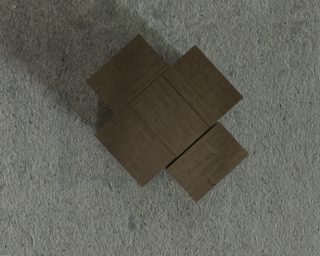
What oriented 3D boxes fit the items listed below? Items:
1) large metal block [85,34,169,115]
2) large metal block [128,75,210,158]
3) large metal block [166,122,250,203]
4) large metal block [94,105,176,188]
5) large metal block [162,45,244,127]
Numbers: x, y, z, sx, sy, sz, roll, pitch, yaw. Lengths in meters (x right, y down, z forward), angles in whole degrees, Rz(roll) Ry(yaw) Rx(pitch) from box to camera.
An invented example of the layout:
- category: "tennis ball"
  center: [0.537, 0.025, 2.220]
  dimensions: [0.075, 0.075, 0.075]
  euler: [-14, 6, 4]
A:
- category: "large metal block"
  center: [-0.036, -0.060, 0.384]
  dimensions: [0.080, 0.080, 0.050]
  euler: [-42, 91, 0]
- category: "large metal block"
  center: [0.010, -0.013, 0.384]
  dimensions: [0.050, 0.080, 0.080]
  euler: [-42, 91, 0]
- category: "large metal block"
  center: [0.053, 0.038, 0.385]
  dimensions: [0.080, 0.080, 0.050]
  euler: [-42, 91, 0]
- category: "large metal block"
  center: [-0.028, 0.020, 0.384]
  dimensions: [0.050, 0.080, 0.080]
  euler: [-42, 91, 0]
- category: "large metal block"
  center: [0.047, -0.047, 0.385]
  dimensions: [0.050, 0.080, 0.080]
  euler: [-42, 91, 0]
